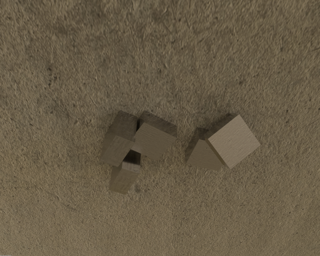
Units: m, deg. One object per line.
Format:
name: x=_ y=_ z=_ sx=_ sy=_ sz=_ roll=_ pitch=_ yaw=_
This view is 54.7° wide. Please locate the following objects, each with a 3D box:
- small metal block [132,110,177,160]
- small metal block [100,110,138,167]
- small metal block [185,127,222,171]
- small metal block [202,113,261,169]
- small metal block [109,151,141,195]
small metal block: x=-0.012 y=0.011 z=0.416 sx=0.050 sy=0.025 sz=0.050 roll=26 pitch=125 yaw=-21
small metal block: x=-0.053 y=0.014 z=0.402 sx=0.025 sy=0.050 sz=0.050 roll=23 pitch=126 yaw=-19
small metal block: x=0.068 y=0.030 z=0.434 sx=0.050 sy=0.025 sz=0.050 roll=13 pitch=129 yaw=-11
small metal block: x=0.091 y=0.016 z=0.398 sx=0.050 sy=0.025 sz=0.050 roll=-38 pitch=101 yaw=-4
small metal block: x=-0.049 y=0.057 z=0.439 sx=0.025 sy=0.050 sz=0.050 roll=20 pitch=127 yaw=-16
